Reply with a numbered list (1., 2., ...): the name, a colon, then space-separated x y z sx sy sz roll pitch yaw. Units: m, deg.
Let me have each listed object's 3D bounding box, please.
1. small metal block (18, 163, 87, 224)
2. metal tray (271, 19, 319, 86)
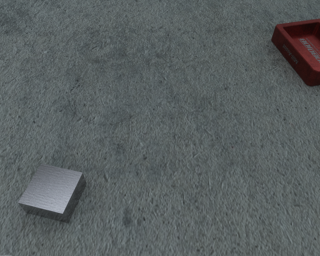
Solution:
1. small metal block: -0.117 0.071 0.342 0.050 0.025 0.050 11 51 9
2. metal tray: 0.255 -0.128 0.508 0.091 0.030 0.130 -10 51 -9
